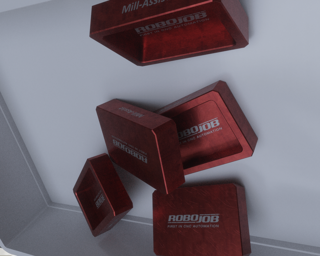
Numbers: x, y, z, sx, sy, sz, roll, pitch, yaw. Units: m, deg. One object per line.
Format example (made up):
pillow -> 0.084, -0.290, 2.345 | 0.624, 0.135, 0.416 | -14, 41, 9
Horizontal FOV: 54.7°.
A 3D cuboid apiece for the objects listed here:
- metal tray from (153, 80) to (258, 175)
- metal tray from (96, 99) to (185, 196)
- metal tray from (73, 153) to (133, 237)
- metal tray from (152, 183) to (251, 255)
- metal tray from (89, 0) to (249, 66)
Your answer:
metal tray -> 0.041, 0.008, 0.387 | 0.130, 0.030, 0.090 | -23, 106, 36
metal tray -> -0.028, 0.020, 0.397 | 0.130, 0.030, 0.089 | 22, 131, 47
metal tray -> -0.093, 0.107, 0.478 | 0.090, 0.030, 0.129 | 60, 144, 18
metal tray -> 0.051, 0.126, 0.421 | 0.130, 0.030, 0.090 | -12, 71, 33
metal tray -> 0.010, -0.098, 0.300 | 0.130, 0.090, 0.030 | -4, 78, 29
